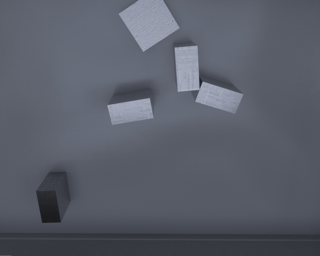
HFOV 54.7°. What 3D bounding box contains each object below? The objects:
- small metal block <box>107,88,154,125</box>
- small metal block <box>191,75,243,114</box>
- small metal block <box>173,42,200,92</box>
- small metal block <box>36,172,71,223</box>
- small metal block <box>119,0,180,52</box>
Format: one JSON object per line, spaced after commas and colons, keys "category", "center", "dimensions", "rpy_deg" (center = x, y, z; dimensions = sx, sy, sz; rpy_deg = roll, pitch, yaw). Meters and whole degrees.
{"category": "small metal block", "center": [-0.035, -0.028, 0.387], "dimensions": [0.050, 0.050, 0.025], "rpy_deg": [-9, 110, 3]}
{"category": "small metal block", "center": [0.069, -0.044, 0.383], "dimensions": [0.050, 0.050, 0.025], "rpy_deg": [16, 109, -7]}
{"category": "small metal block", "center": [0.031, -0.075, 0.371], "dimensions": [0.025, 0.050, 0.050], "rpy_deg": [-5, 110, 1]}
{"category": "small metal block", "center": [-0.147, 0.096, 0.431], "dimensions": [0.025, 0.050, 0.050], "rpy_deg": [-2, 110, 0]}
{"category": "small metal block", "center": [-0.012, -0.126, 0.365], "dimensions": [0.050, 0.025, 0.050], "rpy_deg": [-31, 108, 10]}
